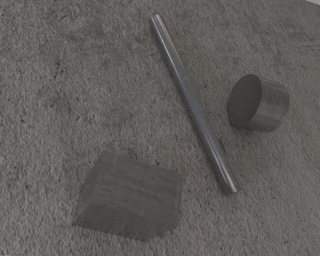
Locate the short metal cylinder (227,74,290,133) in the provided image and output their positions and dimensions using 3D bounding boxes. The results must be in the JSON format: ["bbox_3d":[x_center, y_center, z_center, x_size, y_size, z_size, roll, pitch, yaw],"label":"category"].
[{"bbox_3d":[0.147,-0.036,0.470,0.050,0.080,0.080,13,56,-21],"label":"short metal cylinder"}]

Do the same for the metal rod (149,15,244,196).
[{"bbox_3d":[0.045,-0.046,0.455,0.025,0.025,0.299,-9,66,-32],"label":"metal rod"}]

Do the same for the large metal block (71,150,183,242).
[{"bbox_3d":[-0.033,0.072,0.307,0.080,0.080,0.050,20,54,-17],"label":"large metal block"}]
